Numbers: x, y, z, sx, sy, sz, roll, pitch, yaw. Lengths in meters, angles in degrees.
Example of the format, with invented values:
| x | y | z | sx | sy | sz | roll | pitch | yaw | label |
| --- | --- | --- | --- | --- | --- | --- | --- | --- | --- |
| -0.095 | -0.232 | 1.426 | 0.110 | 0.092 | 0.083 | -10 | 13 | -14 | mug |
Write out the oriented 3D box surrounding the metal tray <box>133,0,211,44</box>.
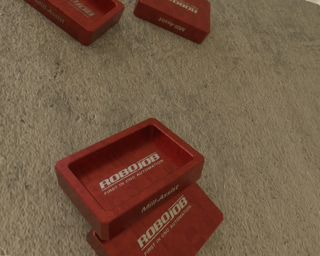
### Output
| x | y | z | sx | sy | sz | roll | pitch | yaw | label |
| --- | --- | --- | --- | --- | --- | --- | --- | --- | --- |
| 0.025 | -0.209 | 0.541 | 0.131 | 0.030 | 0.090 | 19 | 54 | -18 | metal tray |

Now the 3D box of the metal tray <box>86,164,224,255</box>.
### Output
| x | y | z | sx | sy | sz | roll | pitch | yaw | label |
| --- | --- | --- | --- | --- | --- | --- | --- | --- | --- |
| 0.000 | 0.106 | 0.335 | 0.090 | 0.030 | 0.131 | 49 | 51 | 6 | metal tray |

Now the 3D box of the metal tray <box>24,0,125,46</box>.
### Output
| x | y | z | sx | sy | sz | roll | pitch | yaw | label |
| --- | --- | --- | --- | --- | --- | --- | --- | --- | --- |
| -0.128 | -0.186 | 0.444 | 0.130 | 0.030 | 0.090 | 37 | 51 | -4 | metal tray |

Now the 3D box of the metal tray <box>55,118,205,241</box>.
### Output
| x | y | z | sx | sy | sz | roll | pitch | yaw | label |
| --- | --- | --- | --- | --- | --- | --- | --- | --- | --- |
| -0.029 | 0.045 | 0.327 | 0.131 | 0.030 | 0.090 | -27 | 50 | -33 | metal tray |
